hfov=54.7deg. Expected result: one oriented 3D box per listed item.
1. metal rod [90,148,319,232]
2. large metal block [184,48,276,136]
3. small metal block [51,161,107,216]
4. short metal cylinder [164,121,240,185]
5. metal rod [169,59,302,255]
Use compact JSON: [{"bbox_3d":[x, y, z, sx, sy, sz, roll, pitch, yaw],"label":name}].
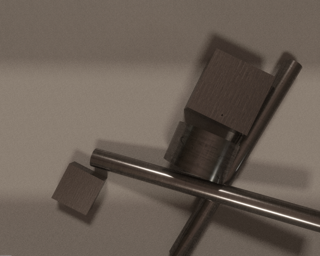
[{"bbox_3d":[0.057,0.077,0.389,0.301,0.025,0.025,15,90,8],"label":"metal rod"},{"bbox_3d":[0.087,-0.044,0.400,0.080,0.050,0.080,26,90,-1],"label":"large metal block"},{"bbox_3d":[-0.106,0.079,0.410,0.050,0.025,0.050,27,90,-1],"label":"small metal block"},{"bbox_3d":[0.051,0.030,0.385,0.080,0.080,0.050,23,90,-1],"label":"short metal cylinder"},{"bbox_3d":[0.101,0.042,0.412,0.025,0.025,0.299,31,90,-1],"label":"metal rod"}]
